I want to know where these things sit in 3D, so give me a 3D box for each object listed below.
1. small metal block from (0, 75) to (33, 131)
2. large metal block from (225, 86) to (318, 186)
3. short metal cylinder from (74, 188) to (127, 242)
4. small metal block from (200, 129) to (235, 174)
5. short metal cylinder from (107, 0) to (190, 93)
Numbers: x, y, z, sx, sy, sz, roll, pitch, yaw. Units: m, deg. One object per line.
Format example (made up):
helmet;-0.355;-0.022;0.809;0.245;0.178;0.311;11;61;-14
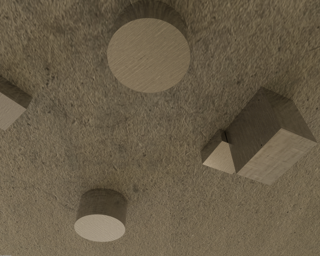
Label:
small metal block;-0.195;-0.031;0.378;0.050;0.025;0.050;-36;122;26
large metal block;0.130;0.010;0.381;0.050;0.080;0.079;20;127;-17
short metal cylinder;-0.096;0.145;0.513;0.081;0.050;0.079;0;130;0
small metal block;0.093;0.034;0.438;0.050;0.025;0.050;20;127;-17
short metal cylinder;-0.011;-0.083;0.320;0.081;0.050;0.079;0;130;0
